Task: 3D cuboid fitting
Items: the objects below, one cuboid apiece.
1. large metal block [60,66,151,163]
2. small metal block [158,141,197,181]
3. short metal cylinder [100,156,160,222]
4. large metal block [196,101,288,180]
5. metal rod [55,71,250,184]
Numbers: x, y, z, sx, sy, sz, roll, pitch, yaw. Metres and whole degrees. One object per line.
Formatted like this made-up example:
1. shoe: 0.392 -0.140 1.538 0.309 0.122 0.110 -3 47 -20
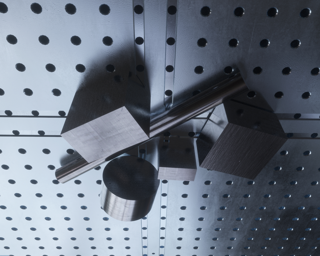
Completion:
1. large metal block: -0.059 -0.016 0.362 0.080 0.080 0.050 -22 127 17
2. small metal block: 0.023 0.046 0.435 0.050 0.050 0.025 4 130 -4
3. short metal cylinder: -0.045 0.086 0.448 0.081 0.080 0.050 9 130 -8
4. large metal block: 0.103 0.016 0.407 0.081 0.050 0.079 15 129 -13
5. metal rod: -0.025 0.008 0.418 0.300 0.025 0.025 -27 125 21
